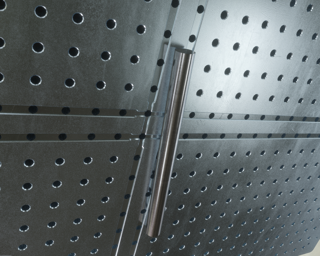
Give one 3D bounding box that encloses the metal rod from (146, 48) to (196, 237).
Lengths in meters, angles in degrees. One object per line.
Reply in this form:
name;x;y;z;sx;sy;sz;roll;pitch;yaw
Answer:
metal rod;0.009;0.039;0.439;0.025;0.025;0.298;-6;121;-26
